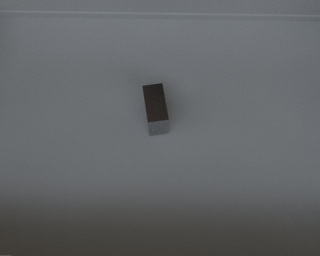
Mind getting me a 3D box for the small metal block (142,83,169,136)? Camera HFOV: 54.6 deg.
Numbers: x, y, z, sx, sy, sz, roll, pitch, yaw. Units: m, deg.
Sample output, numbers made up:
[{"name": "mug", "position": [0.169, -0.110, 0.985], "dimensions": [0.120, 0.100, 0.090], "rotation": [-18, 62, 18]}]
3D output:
[{"name": "small metal block", "position": [-0.006, -0.023, 0.401], "dimensions": [0.025, 0.050, 0.050], "rotation": [-8, 70, -3]}]
